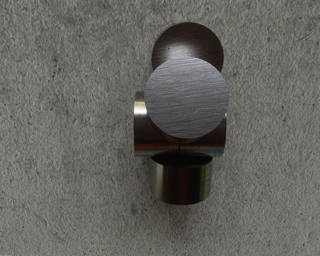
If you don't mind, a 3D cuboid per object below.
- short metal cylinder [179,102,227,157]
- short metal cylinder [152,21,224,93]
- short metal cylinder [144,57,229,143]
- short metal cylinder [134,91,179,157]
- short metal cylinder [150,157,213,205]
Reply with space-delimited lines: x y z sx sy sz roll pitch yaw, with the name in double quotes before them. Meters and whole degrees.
"short metal cylinder" 0.048 -0.004 0.380 0.050 0.080 0.079 0 110 0
"short metal cylinder" 0.031 -0.084 0.368 0.081 0.050 0.079 0 110 -1
"short metal cylinder" 0.025 -0.026 0.318 0.081 0.050 0.080 0 82 -1
"short metal cylinder" -0.004 -0.005 0.380 0.050 0.080 0.079 1 110 -1
"short metal cylinder" 0.027 0.056 0.403 0.081 0.080 0.050 0 110 -1
